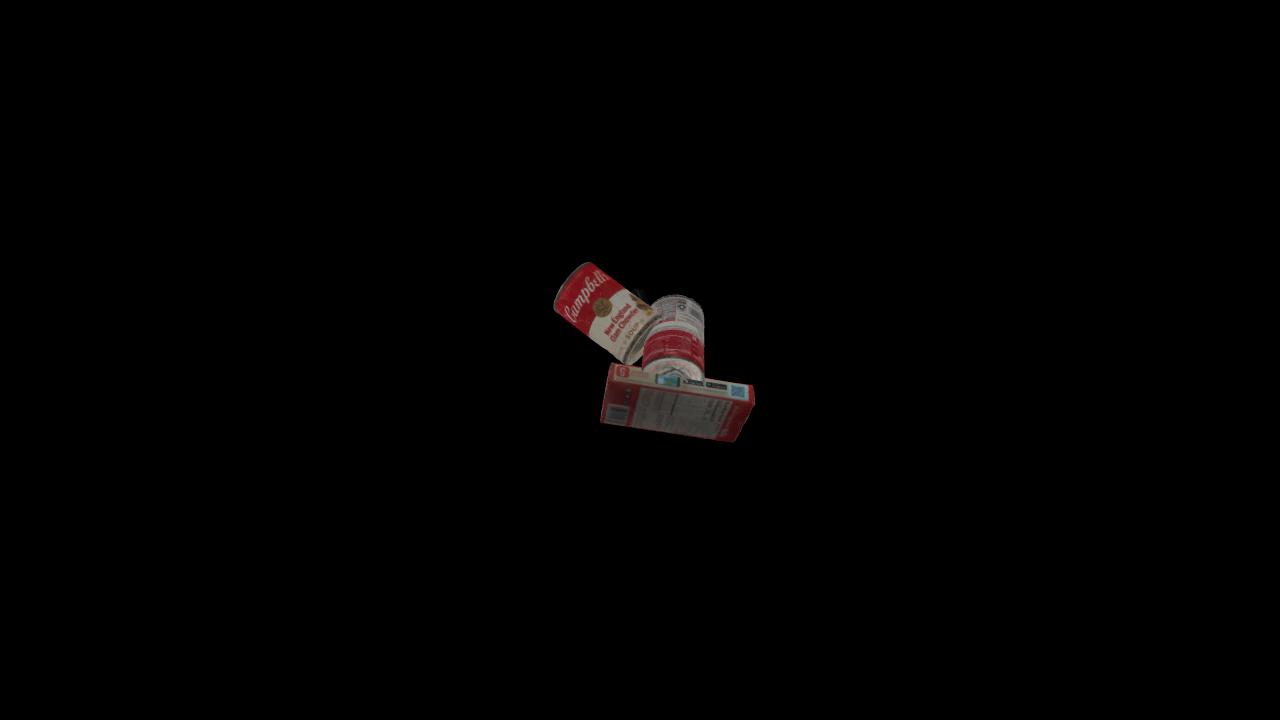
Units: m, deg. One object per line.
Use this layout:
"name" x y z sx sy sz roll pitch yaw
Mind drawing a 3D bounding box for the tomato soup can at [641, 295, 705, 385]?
"tomato soup can" 0.036 -0.015 0.667 0.068 0.101 0.068 3 -44 3

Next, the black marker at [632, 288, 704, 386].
"black marker" 0.018 -0.034 0.735 0.020 0.121 0.020 -22 -19 -8

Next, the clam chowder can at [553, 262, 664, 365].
"clam chowder can" -0.033 -0.049 0.662 0.102 0.068 0.068 38 9 11

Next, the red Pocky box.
"red Pocky box" 0.038 0.048 0.663 0.155 0.028 0.083 9 -40 -4
